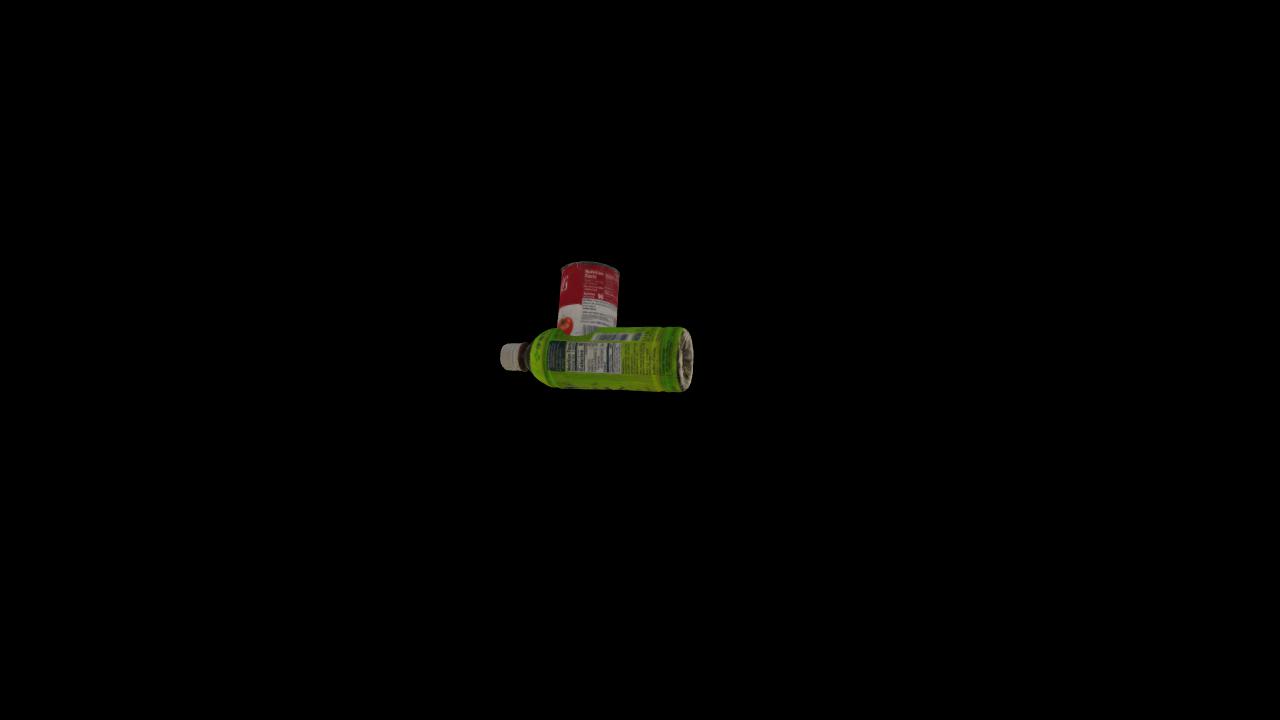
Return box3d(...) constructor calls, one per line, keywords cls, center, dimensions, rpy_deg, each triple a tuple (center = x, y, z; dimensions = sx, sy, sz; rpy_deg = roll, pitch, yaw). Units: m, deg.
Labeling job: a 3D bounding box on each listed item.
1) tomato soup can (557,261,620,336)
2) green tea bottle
box3d(cls="tomato soup can", center=(-0.058, -0.051, 0.689), dimensions=(0.068, 0.101, 0.068), rpy_deg=(2, -13, 0))
box3d(cls="green tea bottle", center=(-0.051, -0.003, 0.666), dimensions=(0.212, 0.073, 0.073), rpy_deg=(3, 1, 16))
